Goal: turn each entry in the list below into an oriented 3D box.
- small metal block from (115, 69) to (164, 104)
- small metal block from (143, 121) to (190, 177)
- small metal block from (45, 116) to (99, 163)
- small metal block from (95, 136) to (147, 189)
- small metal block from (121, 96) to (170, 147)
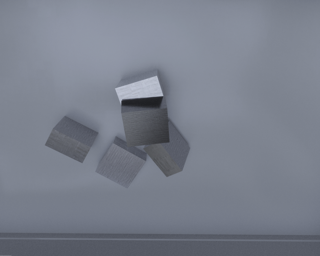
[{"bbox_3d":[-0.024,-0.049,0.379,0.050,0.050,0.025,-16,109,6],"label":"small metal block"},{"bbox_3d":[0.010,0.027,0.405,0.025,0.050,0.050,-28,109,31],"label":"small metal block"},{"bbox_3d":[-0.113,0.014,0.402,0.050,0.050,0.025,28,108,-10],"label":"small metal block"},{"bbox_3d":[-0.053,0.048,0.428,0.050,0.025,0.050,30,107,-11],"label":"small metal block"},{"bbox_3d":[-0.016,-0.007,0.362,0.050,0.025,0.050,-6,128,-2],"label":"small metal block"}]
